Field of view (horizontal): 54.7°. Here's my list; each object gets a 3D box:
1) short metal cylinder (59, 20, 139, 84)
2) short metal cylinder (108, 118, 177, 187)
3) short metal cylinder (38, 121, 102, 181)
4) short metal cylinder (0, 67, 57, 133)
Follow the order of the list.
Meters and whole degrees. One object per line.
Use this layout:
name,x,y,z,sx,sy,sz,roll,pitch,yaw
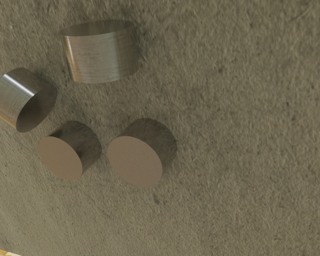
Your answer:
short metal cylinder,-0.067,-0.088,0.350,0.080,0.080,0.050,8,122,23
short metal cylinder,-0.023,0.033,0.422,0.080,0.050,0.079,13,124,20
short metal cylinder,-0.140,0.035,0.484,0.080,0.050,0.079,13,124,20
short metal cylinder,-0.197,-0.040,0.448,0.050,0.080,0.079,35,129,5
